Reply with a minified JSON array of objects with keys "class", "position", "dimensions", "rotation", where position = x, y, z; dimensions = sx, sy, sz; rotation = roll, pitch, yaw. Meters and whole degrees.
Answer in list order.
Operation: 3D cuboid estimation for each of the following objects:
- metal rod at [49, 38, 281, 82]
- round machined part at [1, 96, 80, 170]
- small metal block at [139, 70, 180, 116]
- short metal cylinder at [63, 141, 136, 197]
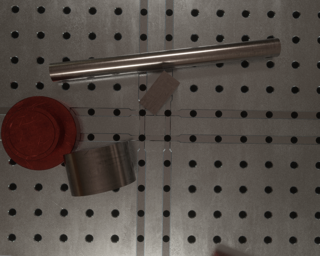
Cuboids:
[{"class":"metal rod","position":[0.007,-0.091,0.413],"dimensions":[0.302,0.025,0.025],"rotation":[-7,90,-1]},{"class":"round machined part","position":[-0.158,0.007,0.403],"dimensions":[0.099,0.042,0.097],"rotation":[0,90,-1]},{"class":"small metal block","position":[-0.001,-0.043,0.401],"dimensions":[0.025,0.050,0.050],"rotation":[38,90,-1]},{"class":"short metal cylinder","position":[-0.074,0.049,0.385],"dimensions":[0.080,0.080,0.050],"rotation":[-12,90,0]}]
